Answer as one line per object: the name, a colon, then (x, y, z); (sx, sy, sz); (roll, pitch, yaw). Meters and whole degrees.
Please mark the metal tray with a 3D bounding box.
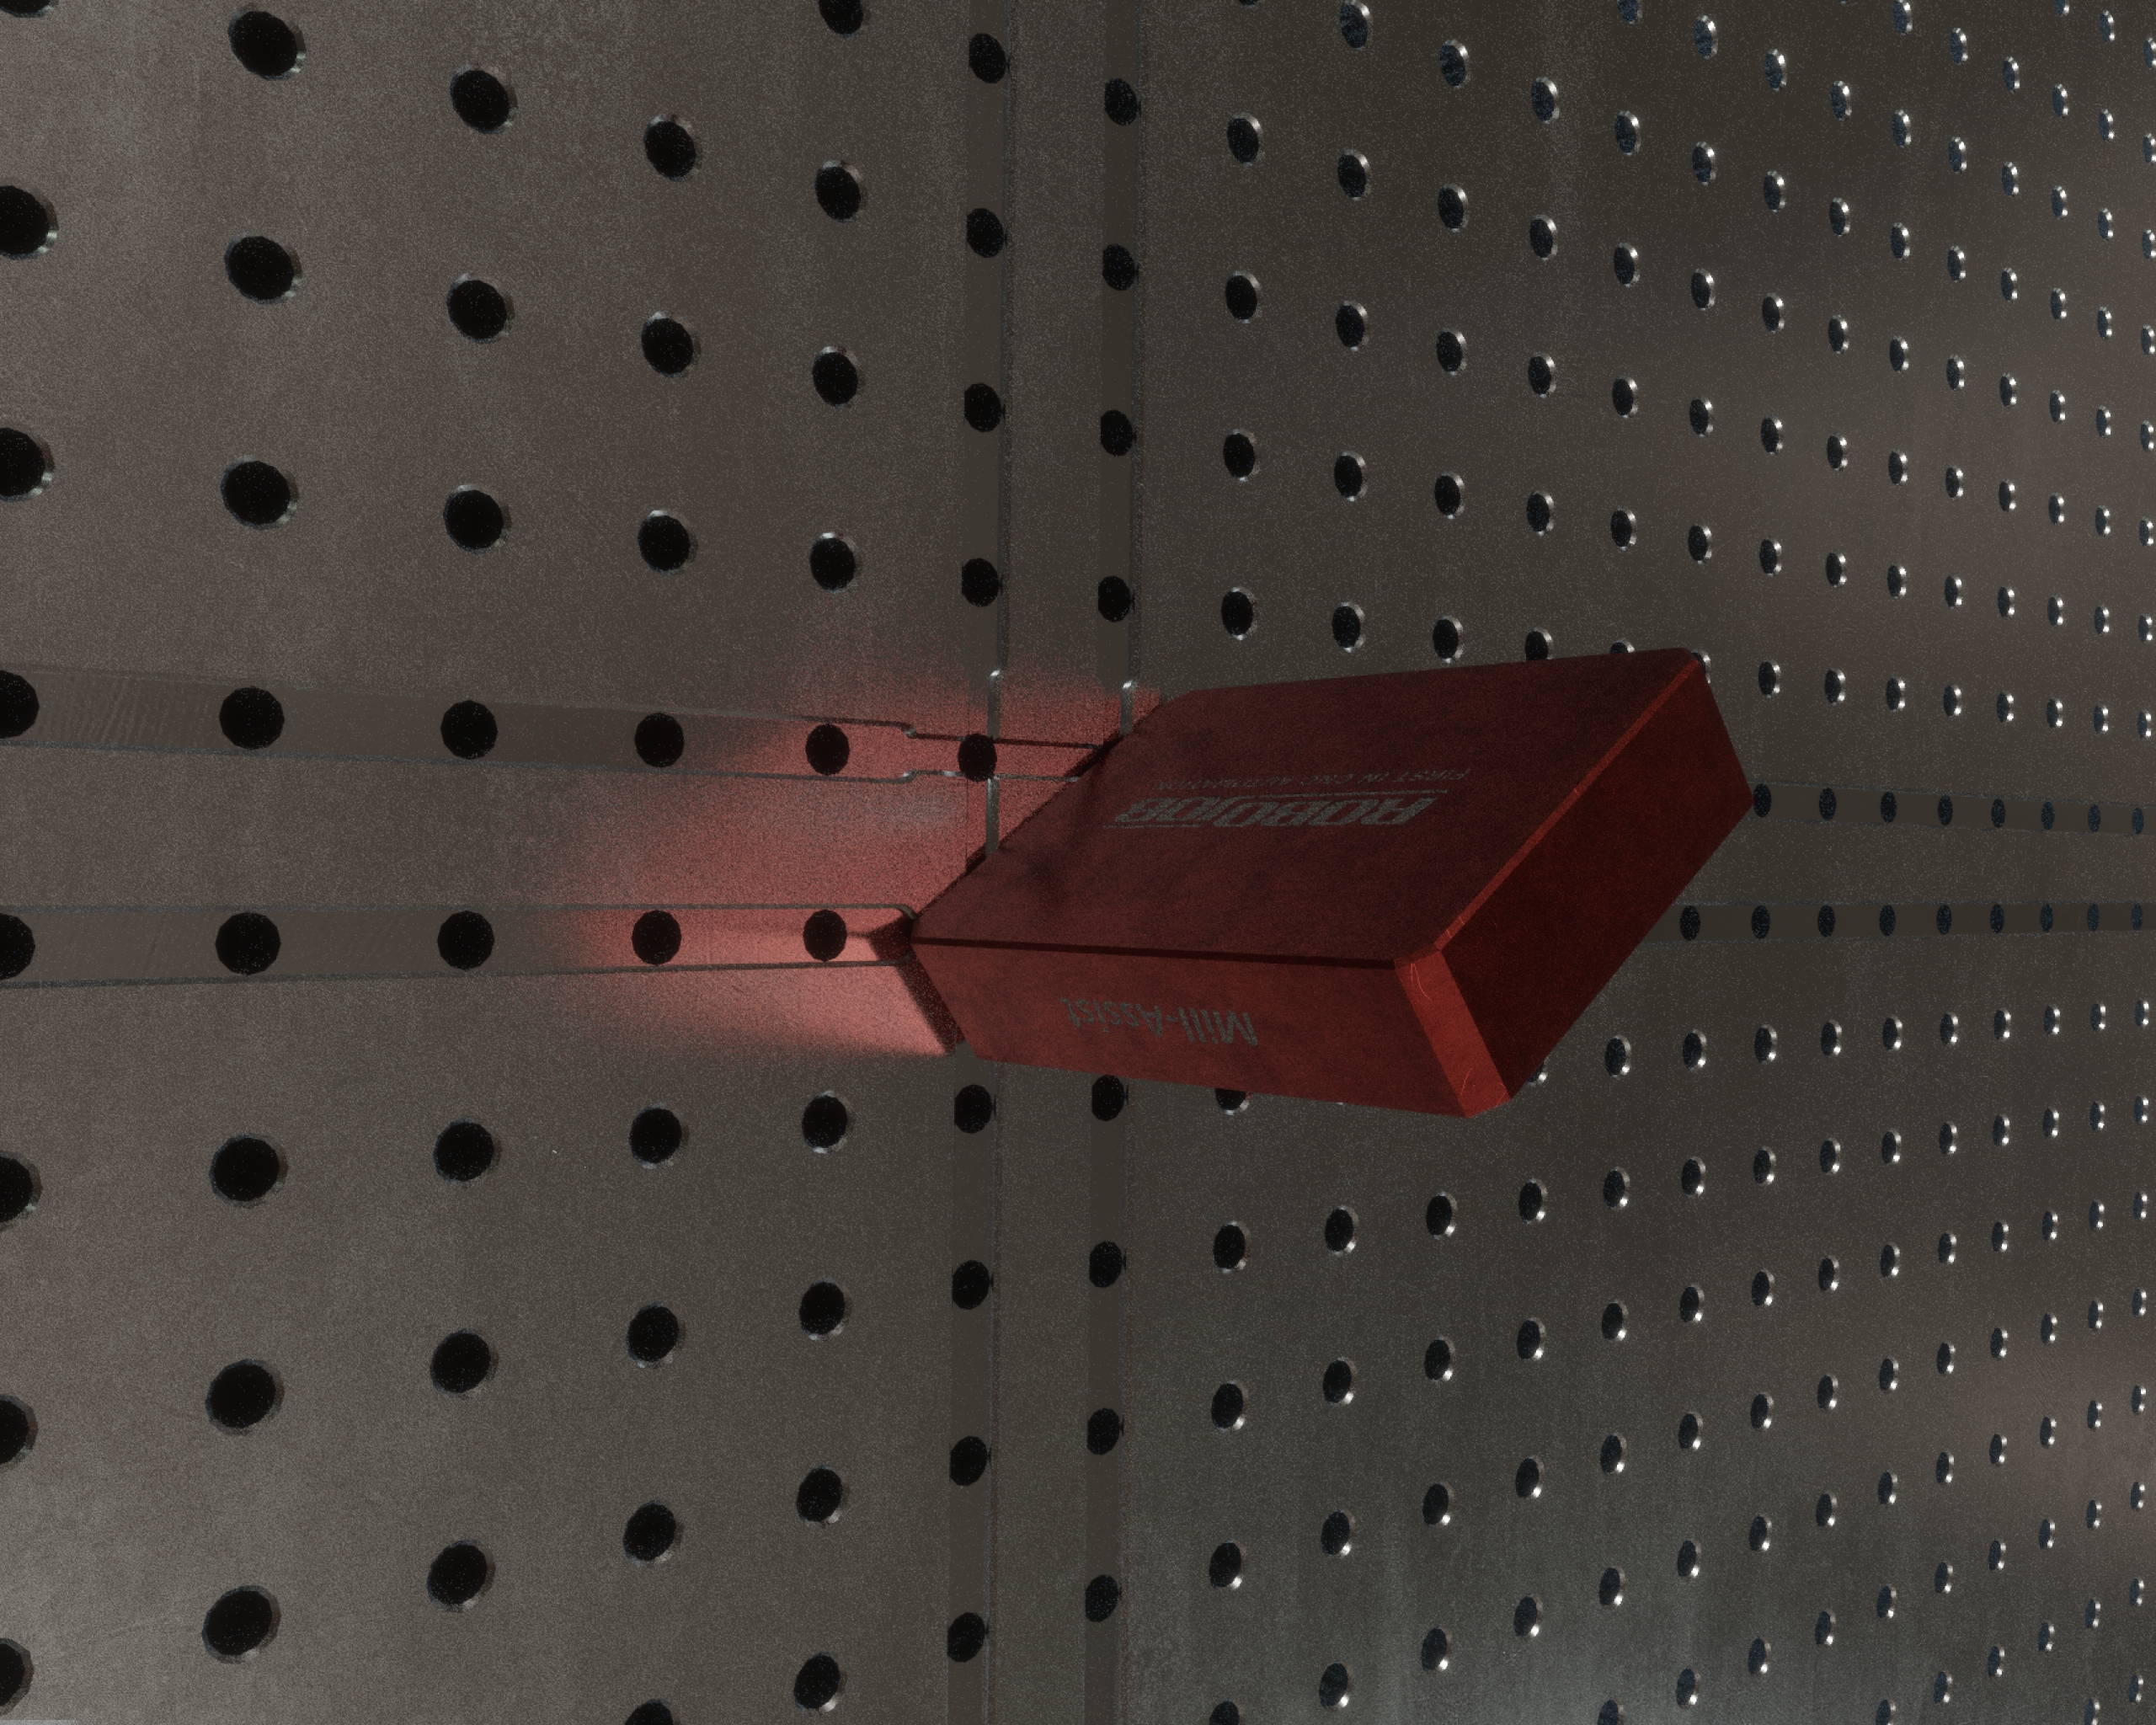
metal tray: (0.042, 0.001, 0.378); (0.090, 0.130, 0.030); (-42, 116, -32)
